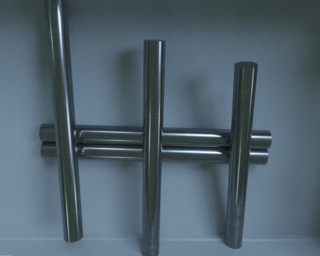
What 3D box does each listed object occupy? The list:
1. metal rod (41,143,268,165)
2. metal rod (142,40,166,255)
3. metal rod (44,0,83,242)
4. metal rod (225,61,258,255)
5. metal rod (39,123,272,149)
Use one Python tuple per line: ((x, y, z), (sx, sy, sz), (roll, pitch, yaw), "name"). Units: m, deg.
((-0.006, 0.034, 0.423), (0.302, 0.025, 0.025), (2, 110, -1), "metal rod")
((-0.010, 0.041, 0.399), (0.025, 0.025, 0.298), (1, 110, -1), "metal rod")
((-0.117, 0.000, 0.383), (0.025, 0.025, 0.298), (-1, 102, 0), "metal rod")
((0.104, 0.061, 0.410), (0.025, 0.025, 0.298), (-4, 119, 1), "metal rod")
((-0.005, 0.011, 0.414), (0.302, 0.025, 0.025), (2, 110, -1), "metal rod")
